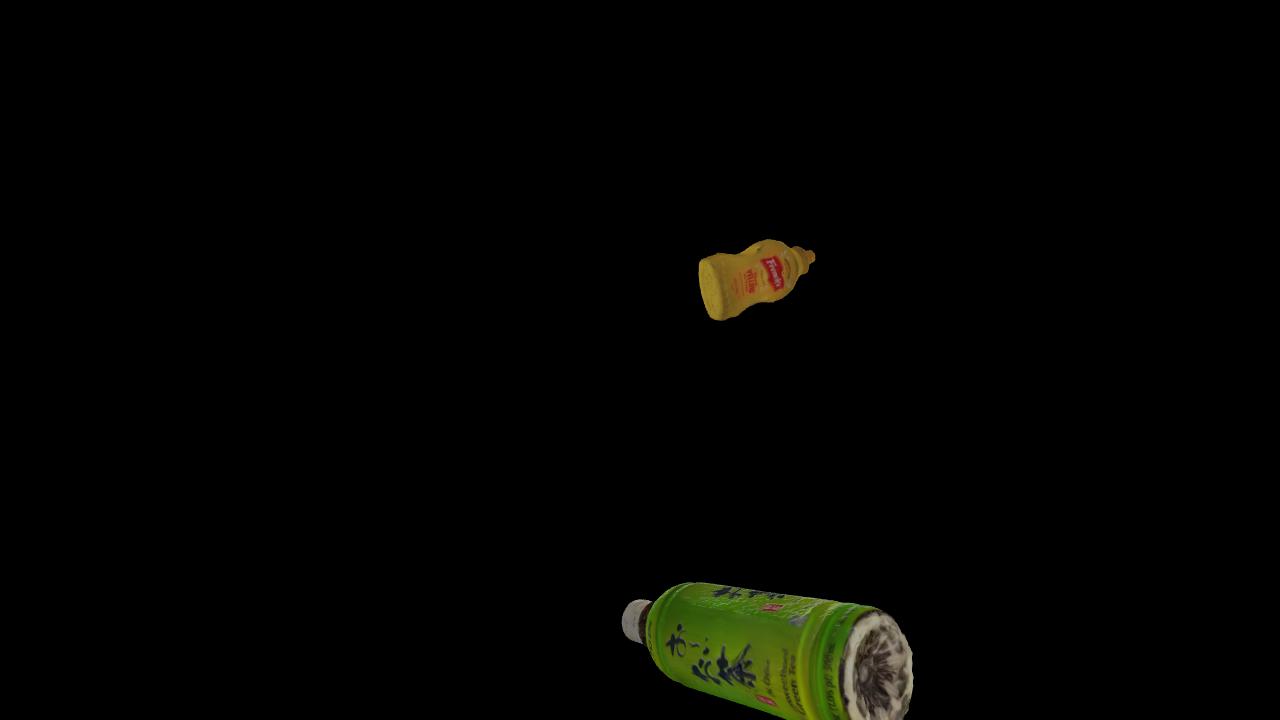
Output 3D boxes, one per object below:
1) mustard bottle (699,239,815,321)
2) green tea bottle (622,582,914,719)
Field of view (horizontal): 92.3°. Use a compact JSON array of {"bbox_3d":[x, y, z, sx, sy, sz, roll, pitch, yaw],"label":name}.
[{"bbox_3d":[0.175,-0.125,0.880,0.184,0.092,0.054,-20,13,-20],"label":"mustard bottle"},{"bbox_3d":[0.063,0.186,0.402,0.073,0.073,0.212,0,-12,-39],"label":"green tea bottle"}]
